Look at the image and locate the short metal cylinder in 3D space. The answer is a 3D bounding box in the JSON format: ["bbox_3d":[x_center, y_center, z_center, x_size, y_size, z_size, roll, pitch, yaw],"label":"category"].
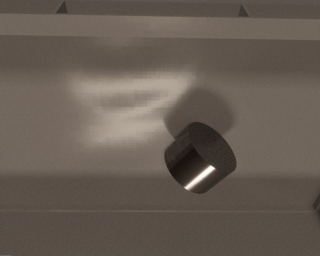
[{"bbox_3d":[0.053,0.039,0.407,0.080,0.080,0.050,28,124,-22],"label":"short metal cylinder"}]
